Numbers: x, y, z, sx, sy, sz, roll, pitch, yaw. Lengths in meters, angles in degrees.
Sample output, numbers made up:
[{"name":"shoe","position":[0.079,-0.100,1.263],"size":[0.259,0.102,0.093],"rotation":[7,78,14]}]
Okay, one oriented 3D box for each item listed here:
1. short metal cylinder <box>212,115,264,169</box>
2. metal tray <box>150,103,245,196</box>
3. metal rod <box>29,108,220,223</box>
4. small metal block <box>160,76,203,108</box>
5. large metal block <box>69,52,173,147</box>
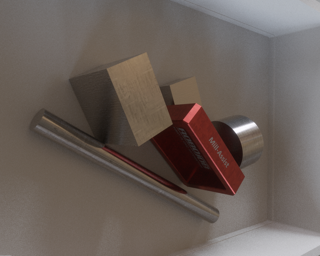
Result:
[{"name":"short metal cylinder","position":[0.104,0.024,0.458],"size":[0.050,0.080,0.079],"rotation":[-15,100,-38]},{"name":"metal tray","position":[0.040,0.029,0.397],"size":[0.030,0.090,0.130],"rotation":[-52,121,-28]},{"name":"metal rod","position":[-0.020,0.063,0.390],"size":[0.301,0.025,0.025],"rotation":[35,68,-35]},{"name":"small metal block","position":[0.029,-0.040,0.430],"size":[0.050,0.025,0.050],"rotation":[-26,106,-37]},{"name":"large metal block","position":[-0.043,-0.029,0.334],"size":[0.050,0.080,0.080],"rotation":[-33,111,-35]}]
